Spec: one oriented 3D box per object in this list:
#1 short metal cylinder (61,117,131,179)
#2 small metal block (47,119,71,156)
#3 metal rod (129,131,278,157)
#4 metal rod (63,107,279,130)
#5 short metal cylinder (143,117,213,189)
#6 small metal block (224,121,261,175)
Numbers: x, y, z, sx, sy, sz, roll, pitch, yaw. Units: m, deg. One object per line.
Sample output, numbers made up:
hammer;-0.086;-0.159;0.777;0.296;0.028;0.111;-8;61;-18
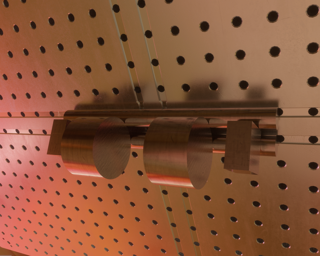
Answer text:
short metal cylinder;-0.081;0.025;0.406;0.050;0.080;0.080;1;119;28
small metal block;-0.130;0.018;0.446;0.025;0.050;0.050;1;77;28
metal rod;0.000;0.018;0.423;0.300;0.025;0.025;1;119;27
metal rod;-0.005;-0.013;0.406;0.300;0.025;0.025;1;119;27
short metal cylinder;0.023;0.027;0.352;0.050;0.080;0.080;1;119;28
small metal block;0.090;0.022;0.332;0.025;0.050;0.050;1;78;28
